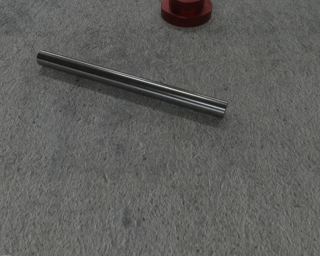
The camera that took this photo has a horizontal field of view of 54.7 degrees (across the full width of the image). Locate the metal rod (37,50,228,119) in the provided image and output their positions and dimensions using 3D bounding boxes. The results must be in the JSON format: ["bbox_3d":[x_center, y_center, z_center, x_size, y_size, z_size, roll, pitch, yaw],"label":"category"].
[{"bbox_3d":[-0.049,-0.068,0.460,0.301,0.025,0.025,18,52,14],"label":"metal rod"}]

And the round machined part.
[{"bbox_3d":[0.051,-0.238,0.593,0.099,0.042,0.098,0,50,0],"label":"round machined part"}]
